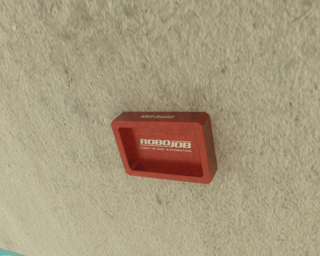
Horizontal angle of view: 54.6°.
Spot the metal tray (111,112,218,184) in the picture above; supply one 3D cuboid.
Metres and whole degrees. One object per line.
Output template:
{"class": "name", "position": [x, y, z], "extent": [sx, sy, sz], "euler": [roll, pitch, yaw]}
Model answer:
{"class": "metal tray", "position": [0.005, 0.025, 0.416], "extent": [0.130, 0.030, 0.090], "euler": [2, 119, 27]}
